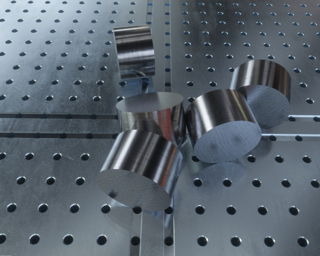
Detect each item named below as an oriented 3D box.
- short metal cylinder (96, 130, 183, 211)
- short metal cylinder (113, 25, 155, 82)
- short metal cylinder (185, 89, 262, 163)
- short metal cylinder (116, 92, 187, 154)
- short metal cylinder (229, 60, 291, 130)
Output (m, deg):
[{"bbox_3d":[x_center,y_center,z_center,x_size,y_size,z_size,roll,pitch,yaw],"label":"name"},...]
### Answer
[{"bbox_3d":[-0.020,0.047,0.332,0.080,0.080,0.050,13,52,10],"label":"short metal cylinder"},{"bbox_3d":[-0.039,-0.112,0.465,0.050,0.080,0.080,-9,51,-8],"label":"short metal cylinder"},{"bbox_3d":[0.074,-0.001,0.374,0.081,0.080,0.050,-8,51,-7],"label":"short metal cylinder"},{"bbox_3d":[-0.009,-0.009,0.377,0.080,0.050,0.080,-6,21,2],"label":"short metal cylinder"},{"bbox_3d":[0.130,-0.043,0.410,0.080,0.080,0.050,13,51,10],"label":"short metal cylinder"}]
